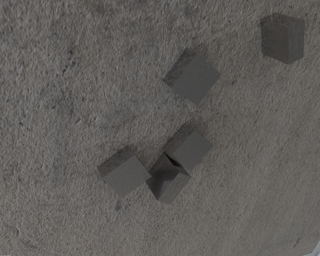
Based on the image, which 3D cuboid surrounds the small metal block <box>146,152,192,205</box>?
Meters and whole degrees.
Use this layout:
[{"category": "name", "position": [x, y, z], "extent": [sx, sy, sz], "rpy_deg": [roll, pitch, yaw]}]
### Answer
[{"category": "small metal block", "position": [0.009, 0.071, 0.440], "extent": [0.025, 0.050, 0.050], "rpy_deg": [28, 103, -38]}]

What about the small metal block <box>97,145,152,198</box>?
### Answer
[{"category": "small metal block", "position": [-0.047, 0.059, 0.417], "extent": [0.050, 0.025, 0.050], "rpy_deg": [-36, 129, -4]}]

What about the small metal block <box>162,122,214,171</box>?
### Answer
[{"category": "small metal block", "position": [0.041, 0.027, 0.446], "extent": [0.050, 0.025, 0.050], "rpy_deg": [-49, 129, 6]}]

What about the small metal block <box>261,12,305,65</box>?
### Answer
[{"category": "small metal block", "position": [0.160, -0.118, 0.405], "extent": [0.025, 0.050, 0.050], "rpy_deg": [-26, 128, -12]}]

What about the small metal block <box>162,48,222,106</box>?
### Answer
[{"category": "small metal block", "position": [0.041, -0.064, 0.390], "extent": [0.050, 0.025, 0.050], "rpy_deg": [29, 102, -38]}]
